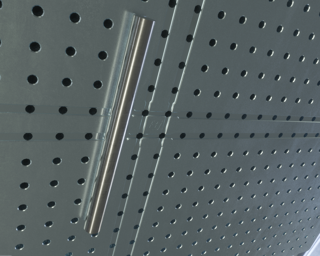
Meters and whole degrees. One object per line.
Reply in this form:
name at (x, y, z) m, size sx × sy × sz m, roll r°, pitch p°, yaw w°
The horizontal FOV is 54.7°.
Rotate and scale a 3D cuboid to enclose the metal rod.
metal rod at (-0.057, 0.013, 0.389) m, size 0.025 × 0.025 × 0.298 m, roll 3°, pitch 117°, yaw -30°
